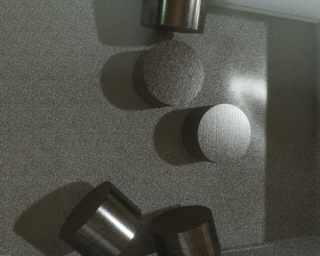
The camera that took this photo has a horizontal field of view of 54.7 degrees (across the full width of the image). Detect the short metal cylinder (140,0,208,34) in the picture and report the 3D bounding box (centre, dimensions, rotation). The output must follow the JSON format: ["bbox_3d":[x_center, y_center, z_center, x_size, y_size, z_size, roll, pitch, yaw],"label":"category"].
[{"bbox_3d":[0.018,-0.148,0.384,0.081,0.080,0.050,2,103,-20],"label":"short metal cylinder"}]

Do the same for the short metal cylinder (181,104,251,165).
[{"bbox_3d":[0.077,0.008,0.427,0.081,0.050,0.079,0,90,-21],"label":"short metal cylinder"}]

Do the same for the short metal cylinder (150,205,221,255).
[{"bbox_3d":[0.032,0.139,0.395,0.081,0.080,0.050,-16,96,-20],"label":"short metal cylinder"}]

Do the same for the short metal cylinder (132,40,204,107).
[{"bbox_3d":[0.009,-0.068,0.402,0.081,0.050,0.079,0,90,-21],"label":"short metal cylinder"}]

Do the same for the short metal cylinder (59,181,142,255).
[{"bbox_3d":[-0.068,0.109,0.357,0.050,0.080,0.080,46,76,-15],"label":"short metal cylinder"}]
